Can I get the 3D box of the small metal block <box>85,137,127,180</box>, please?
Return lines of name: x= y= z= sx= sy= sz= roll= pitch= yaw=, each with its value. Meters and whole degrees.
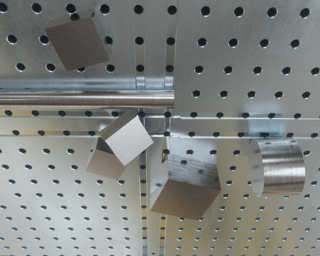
small metal block: x=-0.075 y=0.045 z=0.449 sx=0.050 sy=0.025 sz=0.050 roll=20 pitch=128 yaw=-16

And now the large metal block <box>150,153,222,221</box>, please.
large metal block: x=0.036 y=0.092 z=0.474 sx=0.081 sy=0.050 sz=0.079 roll=15 pitch=129 yaw=-13

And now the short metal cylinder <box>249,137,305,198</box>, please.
short metal cylinder: x=0.156 y=0.053 z=0.423 sx=0.050 sy=0.080 sz=0.079 roll=-3 pitch=130 yaw=2

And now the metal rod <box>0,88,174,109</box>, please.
metal rod: x=-0.134 y=-0.035 z=0.379 sx=0.302 sy=0.025 sz=0.025 roll=0 pitch=130 yaw=-1

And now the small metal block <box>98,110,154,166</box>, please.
small metal block: x=-0.044 y=0.013 z=0.407 sx=0.050 sy=0.025 sz=0.050 roll=-39 pitch=127 yaw=-12

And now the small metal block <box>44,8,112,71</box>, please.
small metal block: x=-0.085 y=-0.094 z=0.331 sx=0.050 sy=0.025 sz=0.050 roll=-12 pitch=130 yaw=9
